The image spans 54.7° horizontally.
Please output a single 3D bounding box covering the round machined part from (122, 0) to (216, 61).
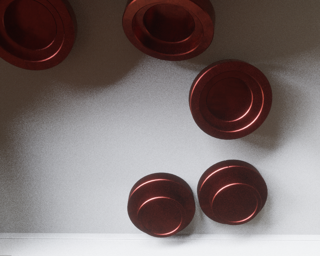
[{"bbox_3d":[0.011,-0.121,0.340,0.099,0.042,0.098,8,153,4],"label":"round machined part"}]

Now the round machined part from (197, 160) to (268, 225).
[{"bbox_3d":[0.104,0.098,0.440,0.099,0.042,0.097,0,110,-1],"label":"round machined part"}]

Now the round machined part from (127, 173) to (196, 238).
[{"bbox_3d":[0.002,0.117,0.446,0.099,0.042,0.097,0,110,-1],"label":"round machined part"}]

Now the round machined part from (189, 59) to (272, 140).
[{"bbox_3d":[0.085,-0.038,0.390,0.099,0.042,0.097,0,110,-1],"label":"round machined part"}]

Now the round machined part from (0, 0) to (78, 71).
[{"bbox_3d":[-0.143,-0.118,0.349,0.099,0.042,0.097,-2,123,-3],"label":"round machined part"}]
